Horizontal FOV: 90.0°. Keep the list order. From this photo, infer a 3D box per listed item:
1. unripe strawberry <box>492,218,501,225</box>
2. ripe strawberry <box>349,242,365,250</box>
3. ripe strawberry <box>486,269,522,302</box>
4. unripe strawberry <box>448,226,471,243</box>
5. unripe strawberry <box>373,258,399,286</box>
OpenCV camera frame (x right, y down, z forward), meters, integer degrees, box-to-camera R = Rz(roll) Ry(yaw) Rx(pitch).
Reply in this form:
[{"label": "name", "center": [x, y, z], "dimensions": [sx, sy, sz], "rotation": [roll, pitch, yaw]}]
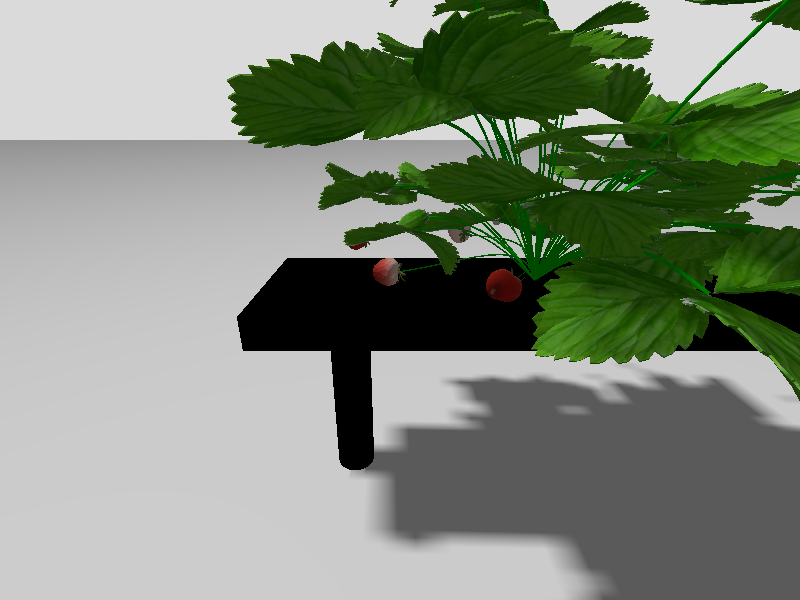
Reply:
[{"label": "unripe strawberry", "center": [0.136, -0.112, 0.561], "dimensions": [0.014, 0.013, 0.013], "rotation": [1, 24, 3]}, {"label": "ripe strawberry", "center": [-0.051, -0.070, 0.461], "dimensions": [0.026, 0.022, 0.026], "rotation": [8, 24, 29]}, {"label": "ripe strawberry", "center": [0.082, -0.011, 0.322], "dimensions": [0.029, 0.025, 0.029], "rotation": [19, 31, 37]}, {"label": "unripe strawberry", "center": [0.072, -0.085, 0.493], "dimensions": [0.027, 0.029, 0.030], "rotation": [-9, 25, -20]}, {"label": "unripe strawberry", "center": [-0.013, -0.025, 0.357], "dimensions": [0.024, 0.025, 0.022], "rotation": [-3, 24, -5]}]
